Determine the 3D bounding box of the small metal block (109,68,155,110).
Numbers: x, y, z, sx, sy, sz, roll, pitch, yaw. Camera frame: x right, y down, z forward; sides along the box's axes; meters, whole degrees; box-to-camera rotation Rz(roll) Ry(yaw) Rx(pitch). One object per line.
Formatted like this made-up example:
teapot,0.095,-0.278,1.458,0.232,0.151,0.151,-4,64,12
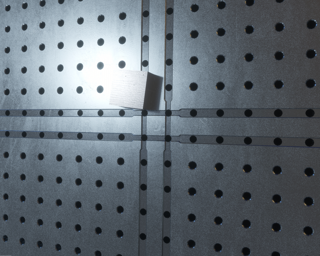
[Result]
small metal block,-0.039,-0.053,0.425,0.050,0.025,0.050,8,93,19
